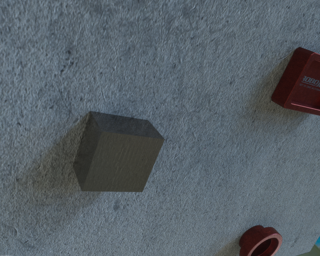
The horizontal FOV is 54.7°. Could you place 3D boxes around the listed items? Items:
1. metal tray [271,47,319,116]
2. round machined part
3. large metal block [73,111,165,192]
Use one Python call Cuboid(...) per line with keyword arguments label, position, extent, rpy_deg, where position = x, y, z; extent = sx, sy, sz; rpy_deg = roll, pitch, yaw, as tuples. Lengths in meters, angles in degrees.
Cuboid(label="metal tray", position=(0.250, -0.070, 0.500), extent=(0.131, 0.030, 0.089), rpy_deg=(7, 115, -32))
Cuboid(label="round machined part", position=(0.212, 0.250, 0.670), extent=(0.099, 0.042, 0.097), rpy_deg=(-14, 125, -21))
Cuboid(label="large metal block", position=(-0.053, 0.031, 0.383), extent=(0.081, 0.050, 0.079), rpy_deg=(9, 114, -33))
